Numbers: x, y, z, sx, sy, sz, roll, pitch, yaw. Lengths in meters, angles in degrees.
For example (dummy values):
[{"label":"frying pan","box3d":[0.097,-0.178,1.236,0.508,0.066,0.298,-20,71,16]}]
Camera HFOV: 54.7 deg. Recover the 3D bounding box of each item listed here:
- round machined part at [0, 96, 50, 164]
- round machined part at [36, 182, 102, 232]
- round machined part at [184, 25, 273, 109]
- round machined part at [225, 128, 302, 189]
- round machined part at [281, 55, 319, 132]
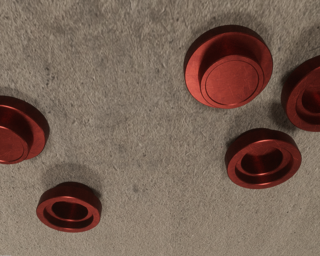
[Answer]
[{"label":"round machined part","box3d":[-0.199,0.009,0.401,0.099,0.042,0.097,-1,130,0]},{"label":"round machined part","box3d":[-0.143,0.124,0.500,0.099,0.042,0.097,-1,130,0]},{"label":"round machined part","box3d":[0.077,-0.060,0.346,0.099,0.042,0.097,-1,130,0]},{"label":"round machined part","box3d":[0.139,0.038,0.431,0.099,0.042,0.097,-1,130,0]},{"label":"round machined part","box3d":[0.191,-0.045,0.361,0.099,0.042,0.097,-1,130,0]}]
